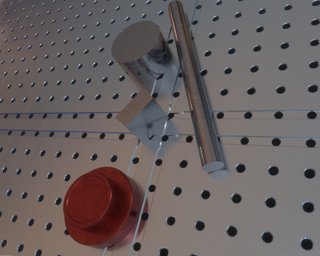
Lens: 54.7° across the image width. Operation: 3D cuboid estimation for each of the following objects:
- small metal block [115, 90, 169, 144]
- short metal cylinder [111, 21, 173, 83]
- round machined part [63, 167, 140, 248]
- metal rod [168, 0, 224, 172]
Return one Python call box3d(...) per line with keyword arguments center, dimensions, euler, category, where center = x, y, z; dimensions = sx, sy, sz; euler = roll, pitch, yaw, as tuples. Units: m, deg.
box3d(center=(-0.023, -0.014, 0.411), dimensions=(0.050, 0.050, 0.025), euler=(-47, 52, -5), category="small metal block")
box3d(center=(-0.027, -0.117, 0.476), dimensions=(0.080, 0.050, 0.080), euler=(-13, 56, 20), category="short metal cylinder")
box3d(center=(-0.078, 0.093, 0.380), dimensions=(0.098, 0.042, 0.098), euler=(-13, 56, 20), category="round machined part")
box3d(center=(0.043, -0.079, 0.433), dimensions=(0.025, 0.025, 0.299), euler=(-19, 54, 16), category="metal rod")
